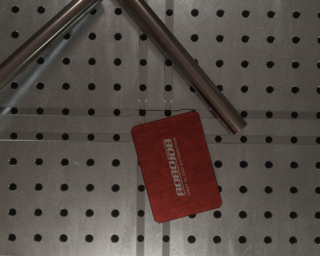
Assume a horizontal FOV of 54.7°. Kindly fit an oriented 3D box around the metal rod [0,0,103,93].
[{"bbox_3d":[-0.188,-0.073,0.388,0.025,0.025,0.300,44,81,0],"label":"metal rod"}]

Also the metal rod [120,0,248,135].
[{"bbox_3d":[0.011,-0.113,0.413,0.025,0.025,0.300,-40,91,0],"label":"metal rod"}]

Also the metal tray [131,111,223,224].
[{"bbox_3d":[0.021,0.050,0.411,0.091,0.030,0.129,-15,90,-1],"label":"metal tray"}]
